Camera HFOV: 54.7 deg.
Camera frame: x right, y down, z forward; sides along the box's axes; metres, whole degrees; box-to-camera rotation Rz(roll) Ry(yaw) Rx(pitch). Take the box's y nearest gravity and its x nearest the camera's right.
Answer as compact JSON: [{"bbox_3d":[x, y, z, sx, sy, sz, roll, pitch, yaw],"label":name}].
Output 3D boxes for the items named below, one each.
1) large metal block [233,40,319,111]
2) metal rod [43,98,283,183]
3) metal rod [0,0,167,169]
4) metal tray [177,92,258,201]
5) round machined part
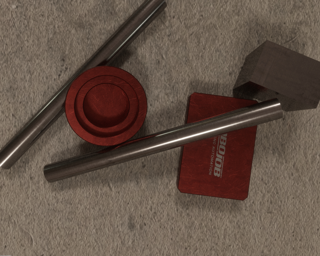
[{"bbox_3d":[0.147,-0.060,0.384,0.080,0.080,0.050,22,90,-1],"label":"large metal block"},{"bbox_3d":[-0.004,0.018,0.385,0.301,0.025,0.025,-16,90,9],"label":"metal rod"},{"bbox_3d":[-0.104,-0.062,0.408,0.025,0.025,0.300,44,90,-1],"label":"metal rod"},{"bbox_3d":[0.075,0.023,0.409,0.091,0.030,0.129,8,90,-1],"label":"metal tray"},{"bbox_3d":[-0.068,-0.029,0.391,0.099,0.042,0.097,-3,103,-15],"label":"round machined part"}]
